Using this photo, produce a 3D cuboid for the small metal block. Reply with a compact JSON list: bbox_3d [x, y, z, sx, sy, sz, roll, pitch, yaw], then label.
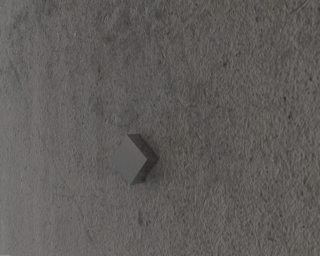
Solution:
[{"bbox_3d":[-0.036,0.044,0.436,0.050,0.025,0.050,48,118,29],"label":"small metal block"}]
